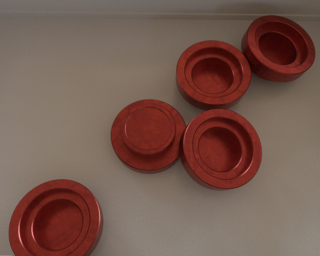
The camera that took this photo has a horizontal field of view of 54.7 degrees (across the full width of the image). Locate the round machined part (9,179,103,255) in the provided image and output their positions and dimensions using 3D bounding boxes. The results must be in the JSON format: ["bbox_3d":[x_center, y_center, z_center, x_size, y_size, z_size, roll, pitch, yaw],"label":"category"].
[{"bbox_3d":[-0.114,0.112,0.354,0.099,0.042,0.098,0,62,1],"label":"round machined part"}]

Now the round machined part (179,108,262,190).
[{"bbox_3d":[0.071,0.028,0.384,0.099,0.042,0.098,3,73,-11],"label":"round machined part"}]

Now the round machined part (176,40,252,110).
[{"bbox_3d":[0.071,-0.067,0.426,0.099,0.042,0.098,0,70,0],"label":"round machined part"}]

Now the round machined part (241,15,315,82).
[{"bbox_3d":[0.160,-0.106,0.434,0.099,0.042,0.098,4,66,-9],"label":"round machined part"}]

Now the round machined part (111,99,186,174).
[{"bbox_3d":[-0.014,0.007,0.398,0.099,0.042,0.098,0,70,0],"label":"round machined part"}]
